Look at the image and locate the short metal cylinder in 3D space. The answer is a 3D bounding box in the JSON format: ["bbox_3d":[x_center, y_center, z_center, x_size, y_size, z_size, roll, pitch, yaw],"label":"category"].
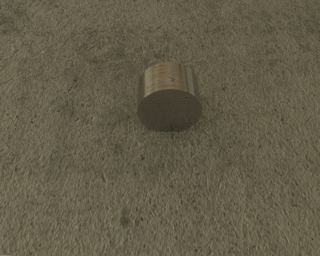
[{"bbox_3d":[0.012,-0.038,0.402,0.081,0.080,0.050,-1,50,-1],"label":"short metal cylinder"}]
